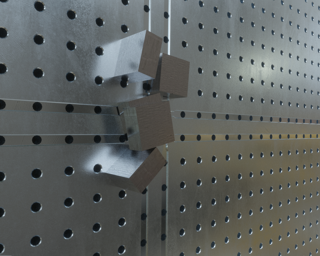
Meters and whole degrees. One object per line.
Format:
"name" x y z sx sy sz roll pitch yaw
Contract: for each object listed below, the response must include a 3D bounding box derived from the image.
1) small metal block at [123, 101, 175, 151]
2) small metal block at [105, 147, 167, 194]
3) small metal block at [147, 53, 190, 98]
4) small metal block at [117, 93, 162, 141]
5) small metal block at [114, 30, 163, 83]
"small metal block" -0.012 -0.004 0.368 0.050 0.025 0.050 -14 99 -39
"small metal block" -0.029 0.047 0.371 0.050 0.050 0.025 -48 119 -29
"small metal block" 0.012 -0.070 0.421 0.050 0.025 0.050 8 85 -40
"small metal block" -0.021 -0.014 0.393 0.050 0.025 0.050 -21 103 -38
"small metal block" -0.027 -0.084 0.372 0.025 0.050 0.050 17 79 -39
